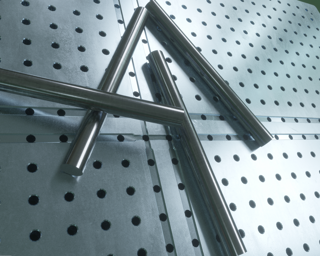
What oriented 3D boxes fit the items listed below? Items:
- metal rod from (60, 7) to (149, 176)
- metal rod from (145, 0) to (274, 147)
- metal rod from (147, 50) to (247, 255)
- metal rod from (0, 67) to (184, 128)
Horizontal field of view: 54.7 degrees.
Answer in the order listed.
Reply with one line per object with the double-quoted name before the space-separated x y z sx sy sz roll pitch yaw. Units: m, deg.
"metal rod" -0.062 -0.071 0.419 0.025 0.025 0.300 25 53 -13
"metal rod" 0.076 -0.093 0.508 0.025 0.025 0.300 -33 80 -38
"metal rod" 0.042 0.020 0.420 0.025 0.025 0.299 -7 65 -32
"metal rod" -0.119 -0.041 0.345 0.302 0.025 0.025 12 57 -13
